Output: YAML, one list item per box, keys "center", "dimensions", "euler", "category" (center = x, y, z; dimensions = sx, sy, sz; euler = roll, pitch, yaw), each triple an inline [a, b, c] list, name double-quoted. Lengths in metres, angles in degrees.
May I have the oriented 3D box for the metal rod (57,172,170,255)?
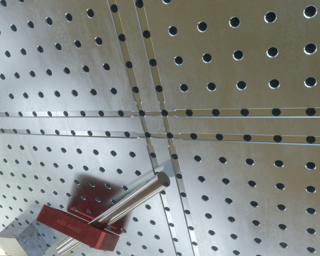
- center: [-0.093, 0.156, 0.531]
  dimensions: [0.025, 0.025, 0.299]
  euler: [47, 121, -5]
  category: "metal rod"

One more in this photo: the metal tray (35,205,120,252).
- center: [-0.148, 0.184, 0.567]
  dimensions: [0.130, 0.030, 0.090]
  euler: [18, 161, 17]
  category: "metal tray"

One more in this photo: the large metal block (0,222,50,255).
- center: [-0.323, 0.269, 0.728]
  dimensions: [0.080, 0.050, 0.080]
  euler: [-10, 114, 32]
  category: "large metal block"
